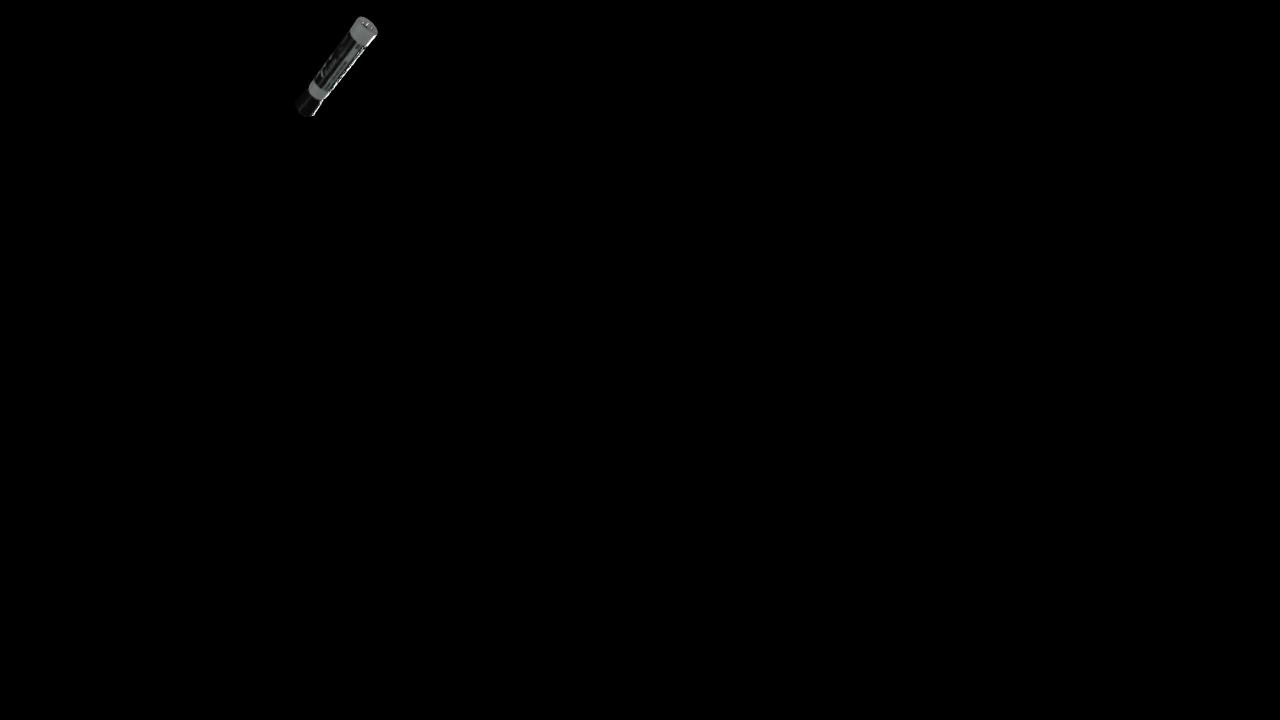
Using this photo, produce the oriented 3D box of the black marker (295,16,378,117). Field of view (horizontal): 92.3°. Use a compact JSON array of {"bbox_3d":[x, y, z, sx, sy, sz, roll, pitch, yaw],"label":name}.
[{"bbox_3d":[-0.284,-0.267,0.569,0.121,0.020,0.020,-30,-16,30],"label":"black marker"}]
